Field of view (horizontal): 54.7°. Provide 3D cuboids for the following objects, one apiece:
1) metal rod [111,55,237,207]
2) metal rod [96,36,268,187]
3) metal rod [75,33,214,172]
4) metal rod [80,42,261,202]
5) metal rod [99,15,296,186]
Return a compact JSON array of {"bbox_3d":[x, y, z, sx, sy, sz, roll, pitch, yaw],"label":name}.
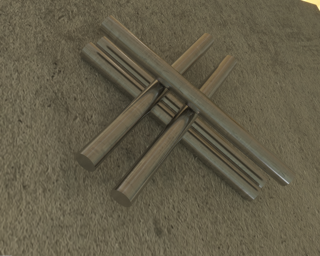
[{"bbox_3d":[0.036,-0.018,0.405,0.025,0.025,0.301,41,51,-1],"label":"metal rod"},{"bbox_3d":[0.030,-0.020,0.435,0.300,0.025,0.025,41,51,-1],"label":"metal rod"},{"bbox_3d":[0.000,-0.054,0.407,0.025,0.025,0.301,41,51,-1],"label":"metal rod"},{"bbox_3d":[0.014,-0.008,0.419,0.300,0.025,0.025,41,51,-1],"label":"metal rod"},{"bbox_3d":[0.047,-0.033,0.388,0.300,0.025,0.025,40,51,-1],"label":"metal rod"}]
